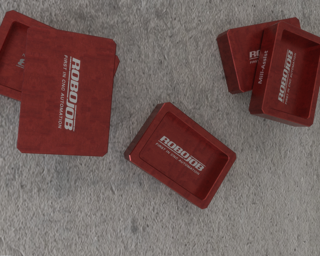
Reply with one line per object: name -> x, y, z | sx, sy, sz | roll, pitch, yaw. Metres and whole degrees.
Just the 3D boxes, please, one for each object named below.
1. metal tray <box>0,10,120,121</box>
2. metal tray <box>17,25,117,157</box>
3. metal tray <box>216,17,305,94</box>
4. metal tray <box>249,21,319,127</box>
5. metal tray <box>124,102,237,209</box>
metal tray -> -0.124, -0.065, 0.360 | 0.131, 0.030, 0.090 | 21, 83, -19
metal tray -> -0.100, -0.036, 0.337 | 0.091, 0.030, 0.129 | 5, 89, -20
metal tray -> 0.156, -0.109, 0.464 | 0.131, 0.030, 0.089 | -16, 96, -19
metal tray -> 0.183, -0.074, 0.441 | 0.091, 0.030, 0.129 | 14, 86, -20
metal tray -> 0.030, 0.037, 0.417 | 0.130, 0.030, 0.090 | 37, 78, -17
